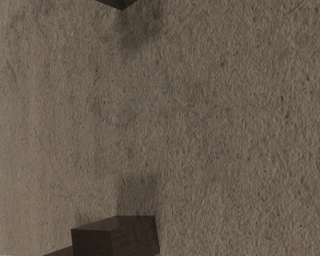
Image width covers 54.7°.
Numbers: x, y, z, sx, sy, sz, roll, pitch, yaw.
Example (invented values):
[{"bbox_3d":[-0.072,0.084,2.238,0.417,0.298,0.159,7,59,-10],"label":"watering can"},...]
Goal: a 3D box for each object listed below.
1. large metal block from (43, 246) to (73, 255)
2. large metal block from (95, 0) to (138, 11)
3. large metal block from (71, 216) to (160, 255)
[{"bbox_3d":[-0.145,0.229,0.486,0.080,0.081,0.050,-1,90,39],"label":"large metal block"},{"bbox_3d":[-0.057,-0.210,0.414,0.080,0.081,0.050,-18,79,38],"label":"large metal block"},{"bbox_3d":[-0.059,0.152,0.416,0.080,0.081,0.050,-13,82,39],"label":"large metal block"}]
